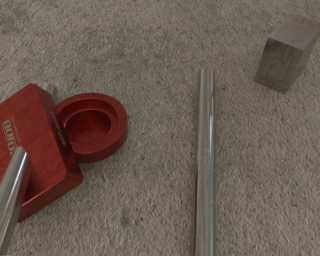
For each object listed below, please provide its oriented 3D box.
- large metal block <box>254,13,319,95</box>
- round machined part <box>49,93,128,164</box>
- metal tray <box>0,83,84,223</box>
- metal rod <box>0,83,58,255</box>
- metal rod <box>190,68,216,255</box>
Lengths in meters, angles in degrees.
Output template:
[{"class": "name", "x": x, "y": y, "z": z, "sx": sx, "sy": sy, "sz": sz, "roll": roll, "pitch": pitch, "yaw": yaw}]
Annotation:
[{"class": "large metal block", "x": 0.191, "y": -0.111, "z": 0.463, "sx": 0.050, "sy": 0.080, "sz": 0.080, "roll": 31, "pitch": 56, "yaw": 23}, {"class": "round machined part", "x": -0.088, "y": 0.004, "z": 0.388, "sx": 0.099, "sy": 0.042, "sz": 0.098, "roll": 0, "pitch": 50, "yaw": 0}, {"class": "metal tray", "x": -0.148, "y": 0.025, "z": 0.341, "sx": 0.090, "sy": 0.030, "sz": 0.130, "roll": -33, "pitch": 63, "yaw": 6}, {"class": "metal rod", "x": -0.144, "y": 0.034, "z": 0.327, "sx": 0.025, "sy": 0.025, "sz": 0.300, "roll": -5, "pitch": 36, "yaw": -4}, {"class": "metal rod", "x": 0.055, "y": 0.033, "z": 0.376, "sx": 0.025, "sy": 0.025, "sz": 0.300, "roll": 5, "pitch": 50, "yaw": 4}]
